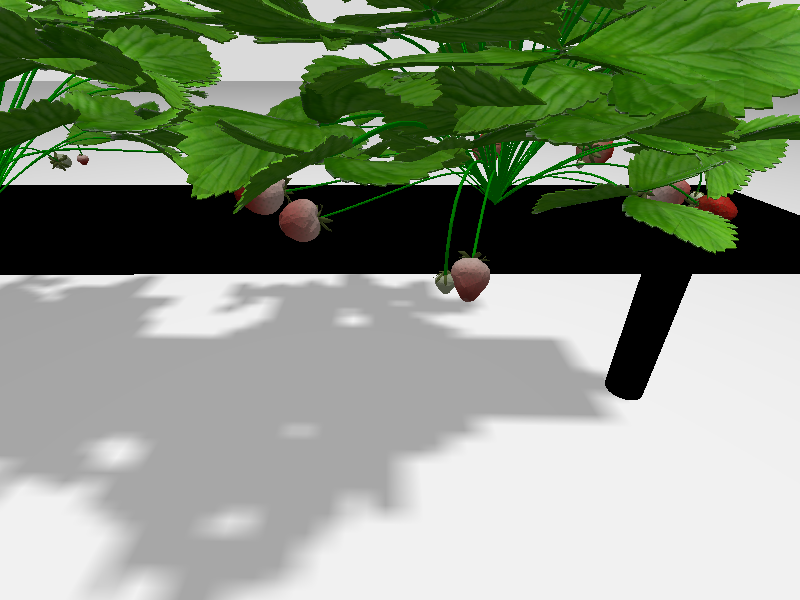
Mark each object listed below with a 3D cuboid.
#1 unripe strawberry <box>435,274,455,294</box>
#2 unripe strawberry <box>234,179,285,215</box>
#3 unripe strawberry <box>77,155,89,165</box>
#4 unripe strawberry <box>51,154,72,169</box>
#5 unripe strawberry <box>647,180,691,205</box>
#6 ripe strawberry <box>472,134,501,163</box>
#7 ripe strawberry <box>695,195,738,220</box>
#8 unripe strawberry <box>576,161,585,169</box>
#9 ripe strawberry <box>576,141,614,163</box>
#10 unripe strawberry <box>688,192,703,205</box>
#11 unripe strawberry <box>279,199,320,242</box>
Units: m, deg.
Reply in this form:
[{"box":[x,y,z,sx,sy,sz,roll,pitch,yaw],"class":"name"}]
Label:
[{"box":[0.024,-0.009,0.211,0.011,0.011,0.010,11,32,18],"class":"unripe strawberry"},{"box":[-0.113,-0.087,0.323,0.040,0.034,0.039,-4,31,-6],"class":"unripe strawberry"},{"box":[-0.389,-0.172,0.492,0.012,0.012,0.010,-4,31,-7],"class":"unripe strawberry"},{"box":[-0.398,-0.164,0.473,0.019,0.016,0.019,-7,23,-11],"class":"unripe strawberry"},{"box":[0.224,-0.091,0.336,0.034,0.033,0.031,3,30,5],"class":"unripe strawberry"},{"box":[0.108,-0.189,0.498,0.039,0.035,0.035,4,30,6],"class":"ripe strawberry"},{"box":[0.237,-0.068,0.301,0.028,0.024,0.028,19,34,12],"class":"ripe strawberry"},{"box":[0.206,-0.155,0.458,0.009,0.010,0.010,26,39,37],"class":"unripe strawberry"},{"box":[0.238,-0.183,0.485,0.042,0.036,0.042,26,37,37],"class":"ripe strawberry"},{"box":[0.247,-0.084,0.335,0.010,0.011,0.011,3,30,6],"class":"unripe strawberry"},{"box":[-0.069,-0.054,0.273,0.027,0.029,0.025,-17,34,-25],"class":"unripe strawberry"}]
